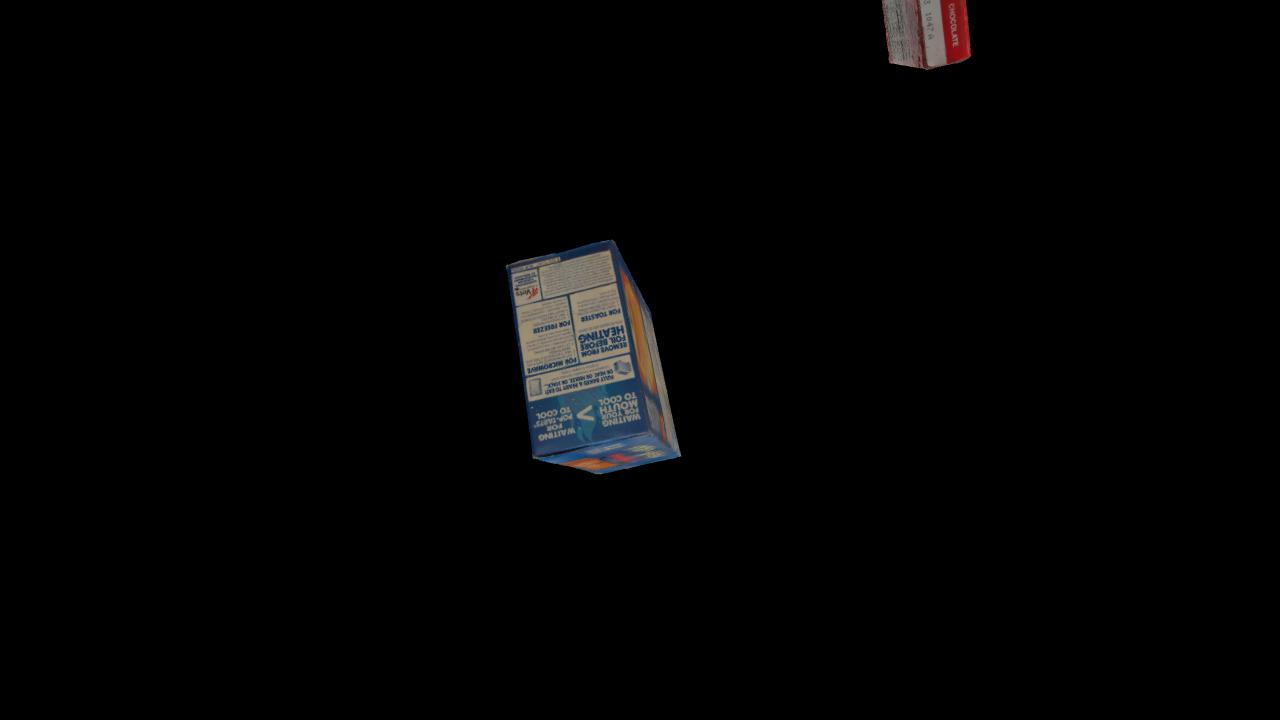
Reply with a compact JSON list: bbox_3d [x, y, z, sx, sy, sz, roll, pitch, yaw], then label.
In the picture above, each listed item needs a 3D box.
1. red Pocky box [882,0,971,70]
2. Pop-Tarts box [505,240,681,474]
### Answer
[{"bbox_3d":[0.182,-0.239,0.404,0.028,0.083,0.155,-11,23,19],"label":"red Pocky box"},{"bbox_3d":[-0.029,0.009,0.485,0.083,0.141,0.167,-14,-16,8],"label":"Pop-Tarts box"}]
